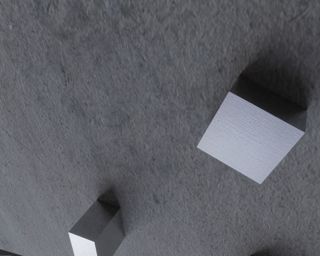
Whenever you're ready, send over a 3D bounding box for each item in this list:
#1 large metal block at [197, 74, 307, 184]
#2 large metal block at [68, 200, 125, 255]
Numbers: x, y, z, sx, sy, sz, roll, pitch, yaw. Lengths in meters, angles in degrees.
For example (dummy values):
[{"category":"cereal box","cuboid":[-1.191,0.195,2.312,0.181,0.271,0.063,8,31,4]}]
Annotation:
[{"category":"large metal block","cuboid":[0.099,0.001,0.339,0.080,0.050,0.079,30,128,8]},{"category":"large metal block","cuboid":[-0.107,0.188,0.541,0.050,0.080,0.079,12,123,22]}]
